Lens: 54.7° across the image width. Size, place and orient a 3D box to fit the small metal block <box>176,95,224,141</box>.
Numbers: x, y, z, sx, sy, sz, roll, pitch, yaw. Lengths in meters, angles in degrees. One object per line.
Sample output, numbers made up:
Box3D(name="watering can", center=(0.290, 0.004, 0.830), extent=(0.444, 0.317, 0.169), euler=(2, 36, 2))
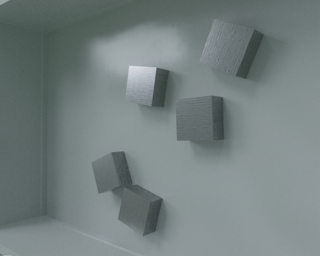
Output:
Box3D(name="small metal block", center=(0.047, -0.010, 0.368), extent=(0.050, 0.025, 0.050), euler=(-3, 88, 40))

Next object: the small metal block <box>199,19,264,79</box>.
Box3D(name="small metal block", center=(0.078, -0.087, 0.343), extent=(0.050, 0.025, 0.050), euler=(30, 109, 36))

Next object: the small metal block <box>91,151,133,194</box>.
Box3D(name="small metal block", center=(-0.073, 0.067, 0.468), extent=(0.050, 0.025, 0.050), euler=(-27, 73, 37))

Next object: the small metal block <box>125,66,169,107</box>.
Box3D(name="small metal block", center=(-0.019, -0.057, 0.422), extent=(0.050, 0.025, 0.050), euler=(13, 98, 39))

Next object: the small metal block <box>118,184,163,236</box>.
Box3D(name="small metal block", center=(-0.028, 0.113, 0.430), extent=(0.050, 0.025, 0.050), euler=(20, 103, 38))
